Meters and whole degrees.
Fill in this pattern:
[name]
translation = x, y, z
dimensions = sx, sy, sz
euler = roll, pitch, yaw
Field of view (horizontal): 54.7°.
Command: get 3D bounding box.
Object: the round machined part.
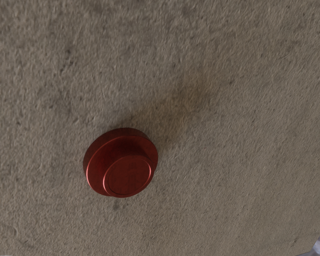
[round machined part]
translation = -0.046, 0.052, 0.404
dimensions = 0.099, 0.042, 0.097
euler = -14, 125, -21
